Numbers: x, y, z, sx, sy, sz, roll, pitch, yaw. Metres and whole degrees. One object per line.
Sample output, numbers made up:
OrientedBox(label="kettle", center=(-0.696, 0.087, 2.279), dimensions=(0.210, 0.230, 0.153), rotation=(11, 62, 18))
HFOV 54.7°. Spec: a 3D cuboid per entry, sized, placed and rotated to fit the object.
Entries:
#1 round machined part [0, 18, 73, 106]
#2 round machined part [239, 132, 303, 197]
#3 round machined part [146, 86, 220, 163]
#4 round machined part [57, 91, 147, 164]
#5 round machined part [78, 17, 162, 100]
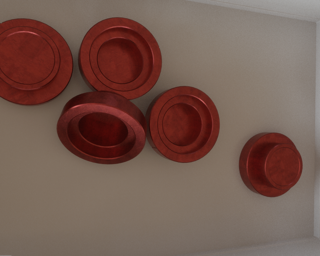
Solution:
OrientedBox(label="round machined part", center=(-0.148, -0.074, 0.347), dimensions=(0.099, 0.042, 0.097), rotation=(0, 90, -20))
OrientedBox(label="round machined part", center=(0.172, 0.055, 0.465), dimensions=(0.099, 0.042, 0.097), rotation=(0, 90, -20))
OrientedBox(label="round machined part", center=(0.026, -0.005, 0.411), dimensions=(0.099, 0.042, 0.097), rotation=(0, 90, -20))
OrientedBox(label="round machined part", center=(-0.064, -0.004, 0.359), dimensions=(0.099, 0.097, 0.042), rotation=(23, 41, -19))
OrientedBox(label="round machined part", center=(-0.051, -0.081, 0.383), dimensions=(0.099, 0.042, 0.097), rotation=(0, 90, -20))
